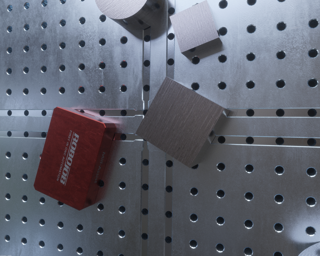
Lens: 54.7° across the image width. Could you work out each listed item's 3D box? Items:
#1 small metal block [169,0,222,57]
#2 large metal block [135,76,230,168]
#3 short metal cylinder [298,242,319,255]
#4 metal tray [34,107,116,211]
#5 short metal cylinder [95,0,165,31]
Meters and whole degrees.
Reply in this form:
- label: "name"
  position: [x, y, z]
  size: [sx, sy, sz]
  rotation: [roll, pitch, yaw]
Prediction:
- label: "small metal block"
  position: [0.046, -0.126, 0.396]
  size: [0.050, 0.025, 0.050]
  rotation: [-19, 84, 19]
- label: "large metal block"
  position: [0.030, -0.008, 0.389]
  size: [0.080, 0.050, 0.080]
  rotation: [32, 100, 17]
- label: "short metal cylinder"
  position: [0.190, 0.152, 0.316]
  size: [0.080, 0.080, 0.050]
  rotation: [-24, 82, 18]
- label: "metal tray"
  position: [-0.126, 0.043, 0.454]
  size: [0.090, 0.030, 0.129]
  rotation: [19, 96, 19]
- label: "short metal cylinder"
  position: [-0.040, -0.177, 0.413]
  size: [0.080, 0.050, 0.079]
  rotation: [0, 90, 20]
